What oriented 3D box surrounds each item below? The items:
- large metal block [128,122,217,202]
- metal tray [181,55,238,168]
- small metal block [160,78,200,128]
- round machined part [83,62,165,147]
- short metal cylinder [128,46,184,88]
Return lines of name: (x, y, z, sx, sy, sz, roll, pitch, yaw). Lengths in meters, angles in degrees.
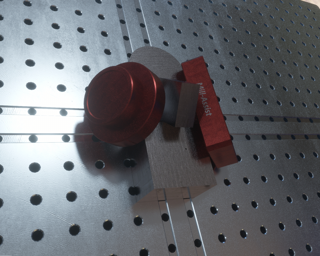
large metal block: (0.012, 0.040, 0.373, 0.081, 0.050, 0.080, 2, 61, -27)
metal tray: (0.067, -0.020, 0.416, 0.030, 0.090, 0.130, -19, 64, 11)
small metal block: (0.019, -0.031, 0.366, 0.025, 0.050, 0.050, 2, 103, -31)
round machined part: (-0.047, -0.031, 0.350, 0.042, 0.098, 0.098, 29, 43, -55)
short metal cylinder: (-0.012, -0.064, 0.423, 0.081, 0.050, 0.080, 14, 56, -21)
